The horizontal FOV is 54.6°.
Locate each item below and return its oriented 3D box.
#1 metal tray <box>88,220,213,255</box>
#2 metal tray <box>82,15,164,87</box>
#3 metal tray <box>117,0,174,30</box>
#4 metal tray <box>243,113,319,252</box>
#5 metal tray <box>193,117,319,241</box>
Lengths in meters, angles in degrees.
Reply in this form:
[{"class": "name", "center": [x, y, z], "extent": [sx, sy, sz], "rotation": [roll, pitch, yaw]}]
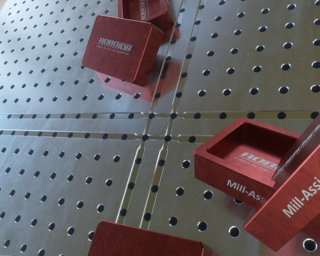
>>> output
[{"class": "metal tray", "center": [-0.019, 0.154, 0.321], "extent": [0.130, 0.030, 0.090], "rotation": [2, 62, 29]}, {"class": "metal tray", "center": [-0.064, -0.126, 0.496], "extent": [0.130, 0.030, 0.090], "rotation": [23, 97, 36]}, {"class": "metal tray", "center": [-0.029, -0.217, 0.554], "extent": [0.090, 0.030, 0.130], "rotation": [-19, 54, 17]}, {"class": "metal tray", "center": [0.121, 0.027, 0.243], "extent": [0.030, 0.129, 0.090], "rotation": [35, 38, 14]}, {"class": "metal tray", "center": [0.108, 0.037, 0.288], "extent": [0.130, 0.030, 0.091], "rotation": [23, 40, 38]}]
